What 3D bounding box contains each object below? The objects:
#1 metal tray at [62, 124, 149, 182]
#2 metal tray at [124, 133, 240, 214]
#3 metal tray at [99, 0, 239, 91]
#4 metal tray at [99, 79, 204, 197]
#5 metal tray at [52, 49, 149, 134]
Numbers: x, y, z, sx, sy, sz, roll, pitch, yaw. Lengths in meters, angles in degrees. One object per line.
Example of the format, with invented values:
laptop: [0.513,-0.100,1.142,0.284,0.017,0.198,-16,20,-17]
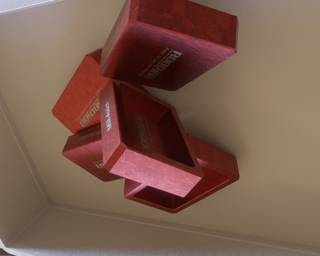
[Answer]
metal tray: [-0.061,0.033,0.433,0.130,0.030,0.090,-18,134,35]
metal tray: [0.025,0.065,0.403,0.090,0.030,0.129,26,133,-28]
metal tray: [0.000,-0.073,0.291,0.091,0.030,0.130,10,169,-20]
metal tray: [-0.014,0.004,0.323,0.090,0.130,0.030,24,116,-27]
metal tray: [-0.086,-0.033,0.429,0.090,0.030,0.129,44,129,-3]
